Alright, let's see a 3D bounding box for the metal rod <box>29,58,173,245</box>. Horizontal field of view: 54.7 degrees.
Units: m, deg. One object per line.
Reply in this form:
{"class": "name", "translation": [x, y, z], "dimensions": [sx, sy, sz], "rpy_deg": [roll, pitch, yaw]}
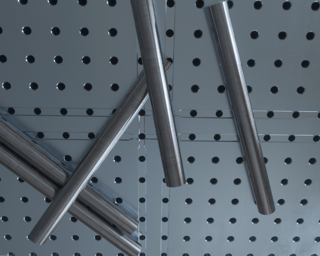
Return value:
{"class": "metal rod", "translation": [-0.082, 0.033, 0.405], "dimensions": [0.025, 0.025, 0.299], "rpy_deg": [35, 99, -12]}

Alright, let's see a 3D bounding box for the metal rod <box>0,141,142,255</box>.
{"class": "metal rod", "translation": [-0.146, 0.096, 0.446], "dimensions": [0.300, 0.025, 0.025], "rpy_deg": [42, 105, -14]}

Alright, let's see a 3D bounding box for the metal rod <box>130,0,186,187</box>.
{"class": "metal rod", "translation": [-0.008, -0.076, 0.358], "dimensions": [0.025, 0.025, 0.298], "rpy_deg": [-10, 100, 3]}

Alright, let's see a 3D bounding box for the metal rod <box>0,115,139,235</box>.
{"class": "metal rod", "translation": [-0.149, 0.054, 0.431], "dimensions": [0.300, 0.025, 0.025], "rpy_deg": [42, 105, -14]}

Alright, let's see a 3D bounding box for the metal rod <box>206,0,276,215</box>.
{"class": "metal rod", "translation": [0.112, -0.012, 0.410], "dimensions": [0.025, 0.025, 0.298], "rpy_deg": [-17, 110, 6]}
